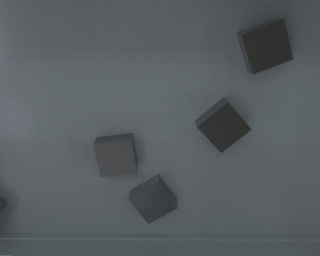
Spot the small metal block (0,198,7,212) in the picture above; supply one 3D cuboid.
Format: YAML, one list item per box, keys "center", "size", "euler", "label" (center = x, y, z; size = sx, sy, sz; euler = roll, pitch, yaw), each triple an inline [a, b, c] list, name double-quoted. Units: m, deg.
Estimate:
- center: [-0.256, 0.113, 0.436]
  size: [0.050, 0.025, 0.050]
  euler: [42, 70, -17]
  label: "small metal block"

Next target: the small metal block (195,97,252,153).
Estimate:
- center: [0.083, -0.004, 0.411]
  size: [0.050, 0.025, 0.050]
  euler: [-40, 106, 13]
  label: "small metal block"

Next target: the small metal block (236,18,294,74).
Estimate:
- center: [0.127, -0.100, 0.376]
  size: [0.050, 0.025, 0.050]
  euler: [-20, 109, 7]
  label: "small metal block"

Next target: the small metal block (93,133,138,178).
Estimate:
- center: [-0.059, 0.037, 0.424]
  size: [0.050, 0.025, 0.050]
  euler: [-7, 110, 2]
  label: "small metal block"

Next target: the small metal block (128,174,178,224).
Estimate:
- center: [-0.010, 0.103, 0.449]
  size: [0.050, 0.025, 0.050]
  euler: [-32, 108, 10]
  label: "small metal block"
